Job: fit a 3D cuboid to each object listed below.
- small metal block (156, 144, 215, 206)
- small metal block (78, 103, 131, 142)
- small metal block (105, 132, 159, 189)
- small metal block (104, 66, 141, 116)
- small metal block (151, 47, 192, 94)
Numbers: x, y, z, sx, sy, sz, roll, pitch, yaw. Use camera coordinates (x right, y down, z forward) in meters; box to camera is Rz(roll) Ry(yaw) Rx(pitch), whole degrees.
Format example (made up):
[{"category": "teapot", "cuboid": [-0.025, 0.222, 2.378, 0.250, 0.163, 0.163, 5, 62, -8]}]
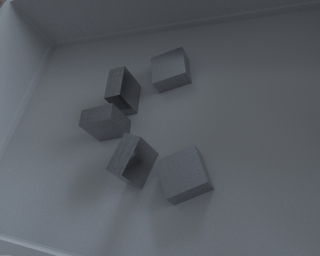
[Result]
[{"category": "small metal block", "cuboid": [0.028, 0.054, 0.357, 0.050, 0.025, 0.050, -25, 53, 12]}, {"category": "small metal block", "cuboid": [-0.075, -0.007, 0.432, 0.050, 0.050, 0.025, -11, 57, 22]}, {"category": "small metal block", "cuboid": [-0.032, 0.041, 0.380, 0.025, 0.050, 0.050, 14, 69, 33]}, {"category": "small metal block", "cuboid": [-0.053, -0.052, 0.448, 0.025, 0.050, 0.050, -9, 58, 23]}, {"category": "small metal block", "cuboid": [0.016, -0.083, 0.447, 0.050, 0.025, 0.050, -16, 55, 18]}]
